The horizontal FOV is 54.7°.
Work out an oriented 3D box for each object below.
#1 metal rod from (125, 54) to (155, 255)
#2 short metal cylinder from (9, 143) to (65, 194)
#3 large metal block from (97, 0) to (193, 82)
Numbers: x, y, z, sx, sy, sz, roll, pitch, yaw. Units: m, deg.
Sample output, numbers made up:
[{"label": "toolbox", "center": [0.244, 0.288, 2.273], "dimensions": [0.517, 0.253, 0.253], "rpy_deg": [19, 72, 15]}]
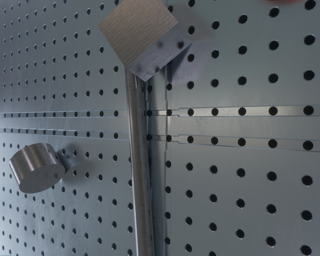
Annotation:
[{"label": "metal rod", "center": [-0.028, 0.046, 0.432], "dimensions": [0.025, 0.025, 0.298], "rpy_deg": [-7, 86, 40]}, {"label": "short metal cylinder", "center": [-0.219, 0.072, 0.554], "dimensions": [0.050, 0.081, 0.080], "rpy_deg": [52, 120, 27]}, {"label": "large metal block", "center": [-0.019, -0.120, 0.394], "dimensions": [0.080, 0.050, 0.080], "rpy_deg": [-38, 65, 13]}]
